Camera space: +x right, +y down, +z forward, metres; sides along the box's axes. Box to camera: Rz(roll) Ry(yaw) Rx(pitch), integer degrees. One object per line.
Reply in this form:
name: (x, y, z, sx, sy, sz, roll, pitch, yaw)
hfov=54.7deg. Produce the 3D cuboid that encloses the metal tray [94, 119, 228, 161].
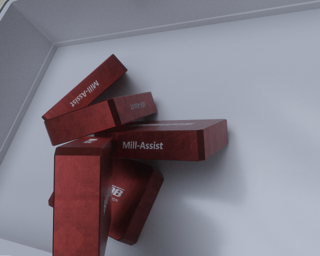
metal tray: (0.002, 0.011, 0.355, 0.130, 0.090, 0.030, -1, 98, 28)

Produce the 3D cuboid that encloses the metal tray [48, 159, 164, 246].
metal tray: (-0.070, 0.079, 0.391, 0.130, 0.030, 0.090, 13, 68, 33)

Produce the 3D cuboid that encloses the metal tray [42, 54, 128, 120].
metal tray: (-0.109, -0.054, 0.462, 0.130, 0.030, 0.090, -42, 14, -1)

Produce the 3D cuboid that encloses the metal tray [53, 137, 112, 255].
metal tray: (-0.060, 0.056, 0.265, 0.030, 0.130, 0.089, 1, 92, -5)

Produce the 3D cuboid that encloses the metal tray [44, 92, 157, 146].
metal tray: (-0.067, -0.015, 0.389, 0.090, 0.130, 0.030, -16, 94, 19)
